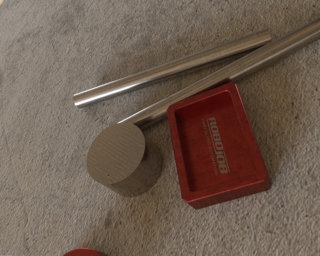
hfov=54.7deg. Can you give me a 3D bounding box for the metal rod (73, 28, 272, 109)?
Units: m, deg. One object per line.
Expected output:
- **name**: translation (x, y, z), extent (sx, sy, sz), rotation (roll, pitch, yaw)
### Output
- **metal rod**: translation (0.006, -0.080, 0.450), extent (0.301, 0.025, 0.025), rotation (-15, 56, 19)

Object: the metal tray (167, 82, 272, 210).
- **metal tray**: translation (0.062, 0.018, 0.356), extent (0.090, 0.030, 0.130), rotation (-20, 54, 16)

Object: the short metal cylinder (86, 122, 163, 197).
- **short metal cylinder**: translation (-0.043, 0.040, 0.386), extent (0.080, 0.050, 0.080), rotation (-13, 56, 21)

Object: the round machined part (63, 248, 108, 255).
- **round machined part**: translation (-0.092, 0.180, 0.331), extent (0.098, 0.042, 0.098), rotation (-13, 56, 21)

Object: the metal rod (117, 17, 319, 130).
- **metal rod**: translation (0.071, -0.059, 0.402), extent (0.300, 0.025, 0.025), rotation (-27, 53, 11)
